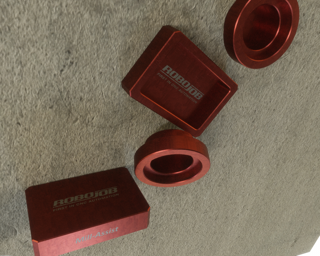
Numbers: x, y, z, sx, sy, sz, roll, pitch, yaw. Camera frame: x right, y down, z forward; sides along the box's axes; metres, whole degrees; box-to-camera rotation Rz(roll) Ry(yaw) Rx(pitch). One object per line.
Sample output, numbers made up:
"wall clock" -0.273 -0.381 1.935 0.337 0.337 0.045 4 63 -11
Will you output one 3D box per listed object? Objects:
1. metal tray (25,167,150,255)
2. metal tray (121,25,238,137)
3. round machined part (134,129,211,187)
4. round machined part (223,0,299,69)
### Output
"metal tray" -0.088 0.097 0.377 0.131 0.090 0.030 -10 123 -24
"metal tray" 0.029 -0.053 0.388 0.130 0.030 0.090 31 101 -38
"round machined part" 0.015 0.038 0.412 0.099 0.042 0.097 -4 143 -3
"round machined part" 0.120 -0.127 0.385 0.099 0.042 0.097 -14 125 -21
